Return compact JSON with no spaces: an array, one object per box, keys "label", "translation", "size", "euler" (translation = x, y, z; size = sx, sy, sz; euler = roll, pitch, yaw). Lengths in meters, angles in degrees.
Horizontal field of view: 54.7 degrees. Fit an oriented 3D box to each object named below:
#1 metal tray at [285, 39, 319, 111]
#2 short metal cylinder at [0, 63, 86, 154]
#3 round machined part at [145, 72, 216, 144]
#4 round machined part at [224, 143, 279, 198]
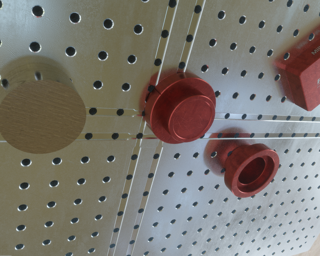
[{"label":"metal tray","translation":[0.270,-0.099,0.497],"size":[0.130,0.030,0.090],"euler":[-39,130,-3]},{"label":"short metal cylinder","translation":[-0.122,-0.021,0.316],"size":[0.081,0.050,0.079],"euler":[-14,125,-21]},{"label":"round machined part","translation":[0.033,-0.020,0.408],"size":[0.099,0.042,0.097],"euler":[-14,124,-21]},{"label":"round machined part","translation":[0.150,0.067,0.526],"size":[0.099,0.042,0.097],"euler":[-14,125,-21]}]
